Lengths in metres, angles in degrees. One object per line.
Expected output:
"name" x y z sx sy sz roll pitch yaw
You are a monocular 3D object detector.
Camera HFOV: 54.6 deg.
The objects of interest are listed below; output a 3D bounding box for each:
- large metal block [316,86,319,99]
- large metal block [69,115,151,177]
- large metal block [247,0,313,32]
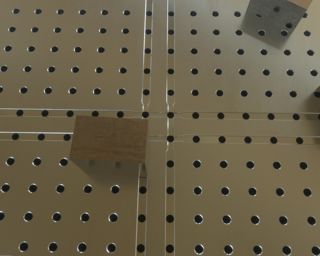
"large metal block" 0.271 -0.034 0.412 0.080 0.050 0.080 -9 70 -4
"large metal block" -0.054 0.025 0.373 0.080 0.080 0.050 3 70 1
"large metal block" 0.194 -0.209 0.476 0.080 0.050 0.080 31 73 10
